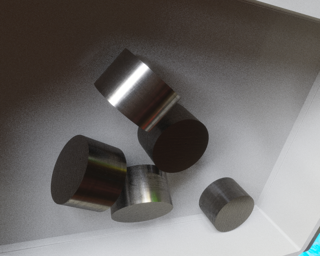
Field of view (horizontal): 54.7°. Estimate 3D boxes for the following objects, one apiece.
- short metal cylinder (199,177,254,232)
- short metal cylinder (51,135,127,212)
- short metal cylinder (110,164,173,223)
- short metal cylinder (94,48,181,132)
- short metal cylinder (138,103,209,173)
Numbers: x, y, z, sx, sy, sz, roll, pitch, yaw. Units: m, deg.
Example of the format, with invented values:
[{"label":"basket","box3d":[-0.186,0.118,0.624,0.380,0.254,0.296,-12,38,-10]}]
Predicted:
[{"label":"short metal cylinder","box3d":[0.116,0.134,0.541,0.081,0.050,0.079,-14,125,-21]},{"label":"short metal cylinder","box3d":[-0.084,0.053,0.361,0.050,0.080,0.080,25,105,-37]},{"label":"short metal cylinder","box3d":[-0.027,0.089,0.413,0.081,0.050,0.080,-9,149,-5]},{"label":"short metal cylinder","box3d":[-0.024,-0.041,0.336,0.050,0.080,0.080,-48,129,5]},{"label":"short metal cylinder","box3d":[0.017,0.012,0.411,0.081,0.050,0.079,-14,124,-21]}]
